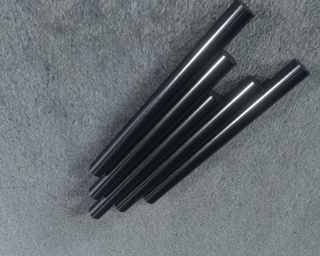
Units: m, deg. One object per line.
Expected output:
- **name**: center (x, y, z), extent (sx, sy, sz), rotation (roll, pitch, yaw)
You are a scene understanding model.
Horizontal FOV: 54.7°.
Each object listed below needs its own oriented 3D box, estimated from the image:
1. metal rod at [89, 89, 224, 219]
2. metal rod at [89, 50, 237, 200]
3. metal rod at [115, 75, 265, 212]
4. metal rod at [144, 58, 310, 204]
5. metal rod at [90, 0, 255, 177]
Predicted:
- **metal rod**: center (-0.021, 0.053, 0.454), extent (0.025, 0.025, 0.299), rotation (29, 124, -23)
- **metal rod**: center (-0.013, 0.013, 0.419), extent (0.025, 0.025, 0.299), rotation (29, 124, -23)
- **metal rod**: center (0.025, 0.038, 0.441), extent (0.025, 0.025, 0.299), rotation (29, 124, -23)
- **metal rod**: center (0.072, 0.021, 0.427), extent (0.025, 0.025, 0.299), rotation (29, 124, -23)
- **metal rod**: center (-0.004, -0.029, 0.384), extent (0.025, 0.025, 0.299), rotation (29, 124, -23)
